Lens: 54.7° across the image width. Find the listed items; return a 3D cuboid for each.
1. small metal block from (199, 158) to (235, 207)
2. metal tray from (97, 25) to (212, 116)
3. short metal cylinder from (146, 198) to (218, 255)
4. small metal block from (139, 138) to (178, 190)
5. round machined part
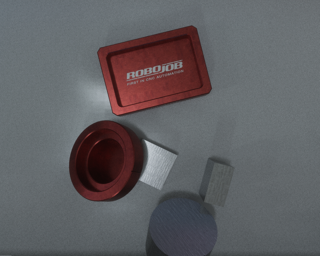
[{"bbox_3d":[0.072,0.069,0.400,0.025,0.050,0.050,15,90,0],"label":"small metal block"},{"bbox_3d":[-0.007,-0.073,0.408,0.131,0.030,0.089,-14,90,-1],"label":"metal tray"},{"bbox_3d":[0.025,0.133,0.378,0.081,0.080,0.050,9,132,-1],"label":"short metal cylinder"},{"bbox_3d":[-0.011,0.047,0.411,0.050,0.025,0.050,26,90,-1],"label":"small metal block"},{"bbox_3d":[-0.062,0.042,0.388,0.098,0.042,0.098,-8,73,27],"label":"round machined part"}]
